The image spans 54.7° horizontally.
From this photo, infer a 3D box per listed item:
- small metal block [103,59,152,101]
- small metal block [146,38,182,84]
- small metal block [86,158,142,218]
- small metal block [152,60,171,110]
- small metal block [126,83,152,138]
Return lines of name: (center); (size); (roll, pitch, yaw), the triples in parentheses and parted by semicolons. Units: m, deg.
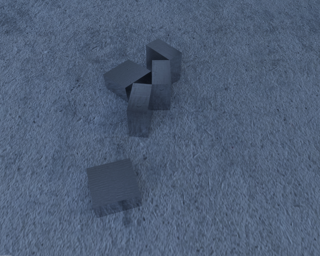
small metal block: (-0.047, -0.072, 0.459); (0.050, 0.025, 0.050); (33, 57, 32)
small metal block: (0.005, -0.100, 0.471); (0.025, 0.050, 0.050); (-36, 59, -26)
small metal block: (-0.052, 0.066, 0.347); (0.050, 0.025, 0.050); (-13, 51, -11)
small metal block: (0.002, -0.060, 0.437); (0.025, 0.050, 0.050); (0, 50, -1)
small metal block: (-0.025, -0.023, 0.406); (0.025, 0.050, 0.050); (4, 50, 4)
